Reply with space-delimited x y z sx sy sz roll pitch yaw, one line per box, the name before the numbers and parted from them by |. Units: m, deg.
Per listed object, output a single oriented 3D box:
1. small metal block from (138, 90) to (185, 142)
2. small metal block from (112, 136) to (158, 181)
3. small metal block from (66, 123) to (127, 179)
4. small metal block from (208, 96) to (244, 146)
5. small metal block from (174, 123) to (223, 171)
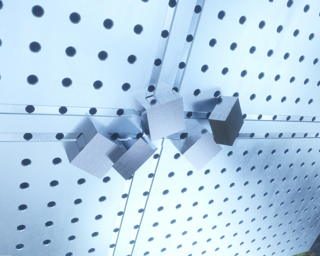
small metal block | 0.003 -0.016 0.405 0.050 0.025 0.050 -20 126 -17
small metal block | -0.031 0.037 0.400 0.025 0.050 0.050 45 93 2
small metal block | -0.079 0.030 0.387 0.050 0.025 0.050 -47 129 5
small metal block | 0.096 -0.010 0.445 0.050 0.025 0.050 -55 138 -33
small metal block | 0.058 0.029 0.463 0.050 0.025 0.050 -43 130 1
